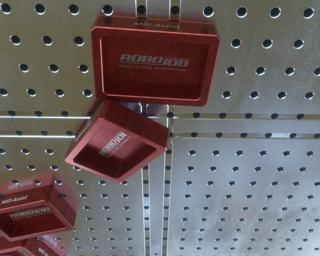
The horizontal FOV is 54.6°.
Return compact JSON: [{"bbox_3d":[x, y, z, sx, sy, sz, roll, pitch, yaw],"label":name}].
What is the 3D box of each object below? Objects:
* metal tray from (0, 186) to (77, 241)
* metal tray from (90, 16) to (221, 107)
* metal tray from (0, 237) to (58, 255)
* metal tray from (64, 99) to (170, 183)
[{"bbox_3d":[-0.224,0.149,0.533,0.130,0.030,0.090,-14,129,11],"label":"metal tray"},{"bbox_3d":[-0.007,-0.071,0.347,0.131,0.030,0.089,3,130,-3],"label":"metal tray"},{"bbox_3d":[-0.271,0.265,0.631,0.090,0.030,0.130,-16,129,13],"label":"metal tray"},{"bbox_3d":[-0.059,0.024,0.406,0.090,0.030,0.129,27,140,-21],"label":"metal tray"}]
